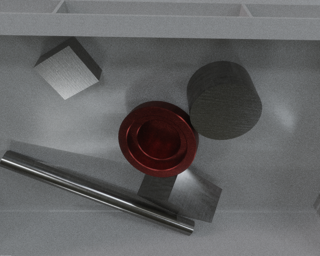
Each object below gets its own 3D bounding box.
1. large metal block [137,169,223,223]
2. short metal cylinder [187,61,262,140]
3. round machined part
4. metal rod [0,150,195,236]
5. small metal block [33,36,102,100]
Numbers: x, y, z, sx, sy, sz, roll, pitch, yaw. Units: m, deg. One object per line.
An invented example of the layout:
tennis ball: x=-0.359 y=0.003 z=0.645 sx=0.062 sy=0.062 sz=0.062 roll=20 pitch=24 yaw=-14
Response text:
large metal block: x=0.027 y=0.093 z=0.447 sx=0.080 sy=0.050 sz=0.080 roll=33 pitch=158 yaw=-26
short metal cylinder: x=0.074 y=-0.032 z=0.367 sx=0.081 sy=0.050 sz=0.079 roll=-1 pitch=130 yaw=0
round machined part: x=0.001 y=0.011 z=0.394 sx=0.098 sy=0.042 sz=0.097 roll=6 pitch=117 yaw=13
metal rod: x=-0.087 y=0.102 z=0.470 sx=0.302 sy=0.025 sz=0.025 roll=23 pitch=127 yaw=-10
small metal block: x=-0.103 y=-0.067 z=0.351 sx=0.050 sy=0.025 sz=0.050 roll=-25 pitch=126 yaw=19
